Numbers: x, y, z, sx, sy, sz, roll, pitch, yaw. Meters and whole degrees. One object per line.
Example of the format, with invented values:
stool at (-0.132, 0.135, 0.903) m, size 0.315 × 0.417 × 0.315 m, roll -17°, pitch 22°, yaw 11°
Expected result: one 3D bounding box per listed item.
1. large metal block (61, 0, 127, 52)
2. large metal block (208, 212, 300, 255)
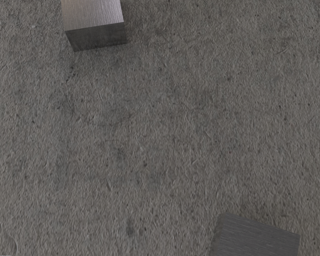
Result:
large metal block at (-0.096, -0.165, 0.454) m, size 0.081 × 0.050 × 0.080 m, roll -10°, pitch 70°, yaw -4°
large metal block at (0.098, 0.146, 0.342) m, size 0.080 × 0.050 × 0.080 m, roll 16°, pitch 71°, yaw 6°
